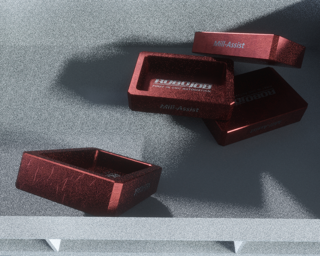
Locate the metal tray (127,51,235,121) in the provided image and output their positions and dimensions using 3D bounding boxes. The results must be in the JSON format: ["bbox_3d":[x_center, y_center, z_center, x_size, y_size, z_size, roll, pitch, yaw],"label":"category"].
[{"bbox_3d":[0.030,-0.059,0.412,0.131,0.030,0.090,6,50,5],"label":"metal tray"}]

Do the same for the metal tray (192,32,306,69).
[{"bbox_3d":[0.122,-0.111,0.438,0.091,0.030,0.130,-2,15,-45],"label":"metal tray"}]

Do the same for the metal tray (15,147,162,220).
[{"bbox_3d":[-0.058,0.046,0.302,0.090,0.130,0.030,15,92,14],"label":"metal tray"}]

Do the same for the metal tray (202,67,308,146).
[{"bbox_3d":[0.122,-0.034,0.432,0.131,0.030,0.090,-17,52,-14],"label":"metal tray"}]
